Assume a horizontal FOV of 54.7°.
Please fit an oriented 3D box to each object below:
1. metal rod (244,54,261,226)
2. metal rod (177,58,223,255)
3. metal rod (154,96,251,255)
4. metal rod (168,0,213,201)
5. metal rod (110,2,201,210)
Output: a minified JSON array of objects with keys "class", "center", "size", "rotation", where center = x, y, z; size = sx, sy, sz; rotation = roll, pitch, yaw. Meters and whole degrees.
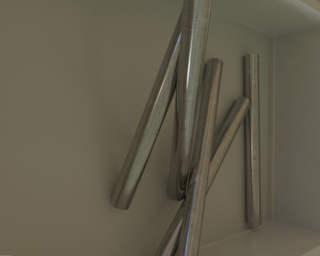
[{"class":"metal rod","center":[0.164,0.021,0.547],"size":[0.025,0.025,0.298],"rotation":[-2,92,-40]},{"class":"metal rod","center":[0.058,0.033,0.422],"size":[0.025,0.025,0.299],"rotation":[30,60,-36]},{"class":"metal rod","center":[0.071,0.062,0.453],"size":[0.025,0.025,0.301],"rotation":[52,54,-28]},{"class":"metal rod","center":[0.029,-0.024,0.338],"size":[0.025,0.025,0.298],"rotation":[-32,140,-36]},{"class":"metal rod","center":[0.005,-0.044,0.337],"size":[0.025,0.025,0.298],"rotation":[10,107,-40]}]
